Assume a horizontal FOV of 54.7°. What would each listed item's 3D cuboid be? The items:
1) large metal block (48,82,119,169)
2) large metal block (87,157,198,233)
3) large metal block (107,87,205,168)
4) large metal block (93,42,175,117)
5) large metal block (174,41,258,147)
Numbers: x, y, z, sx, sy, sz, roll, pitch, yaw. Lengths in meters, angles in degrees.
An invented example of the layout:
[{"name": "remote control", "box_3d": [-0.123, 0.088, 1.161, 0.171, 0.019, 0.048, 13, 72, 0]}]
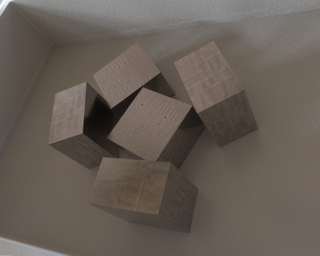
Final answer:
[{"name": "large metal block", "box_3d": [-0.099, -0.001, 0.420, 0.050, 0.080, 0.080, -17, 55, 18]}, {"name": "large metal block", "box_3d": [-0.015, 0.072, 0.332, 0.080, 0.080, 0.050, 1, 62, 28]}, {"name": "large metal block", "box_3d": [-0.004, 0.005, 0.386, 0.080, 0.050, 0.080, 25, 75, 36]}, {"name": "large metal block", "box_3d": [-0.038, -0.063, 0.444, 0.080, 0.050, 0.080, -36, 51, 4]}, {"name": "large metal block", "box_3d": [0.065, -0.037, 0.356, 0.050, 0.080, 0.080, -27, 53, 11]}]
